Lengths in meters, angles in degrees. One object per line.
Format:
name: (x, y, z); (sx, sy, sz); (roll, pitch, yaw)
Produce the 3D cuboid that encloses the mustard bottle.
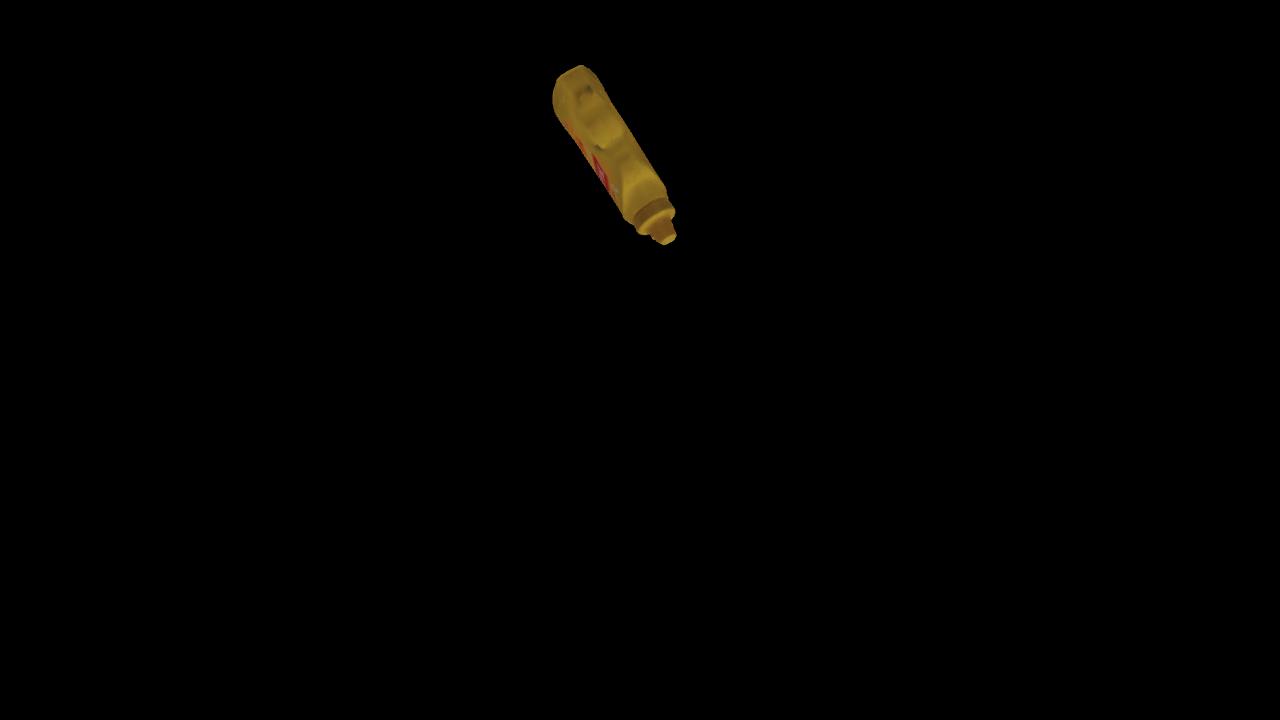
mustard bottle: (-0.018, -0.191, 0.606); (0.054, 0.184, 0.092); (-30, -9, -8)
